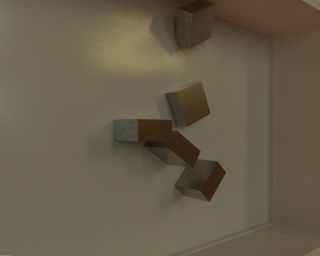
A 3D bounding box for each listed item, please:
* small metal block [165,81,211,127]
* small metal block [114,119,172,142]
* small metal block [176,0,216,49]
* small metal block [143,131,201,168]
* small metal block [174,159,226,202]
[{"bbox_3d":[0.041,-0.034,0.440,0.050,0.025,0.050,-28,108,-36],"label":"small metal block"},{"bbox_3d":[-0.021,0.003,0.373,0.050,0.050,0.025,1,90,-40],"label":"small metal block"},{"bbox_3d":[0.049,-0.145,0.432,0.050,0.025,0.050,-35,144,-34],"label":"small metal block"},{"bbox_3d":[0.015,0.027,0.403,0.050,0.050,0.025,40,66,-33],"label":"small metal block"},{"bbox_3d":[0.057,0.072,0.438,0.025,0.050,0.050,52,60,-28],"label":"small metal block"}]
